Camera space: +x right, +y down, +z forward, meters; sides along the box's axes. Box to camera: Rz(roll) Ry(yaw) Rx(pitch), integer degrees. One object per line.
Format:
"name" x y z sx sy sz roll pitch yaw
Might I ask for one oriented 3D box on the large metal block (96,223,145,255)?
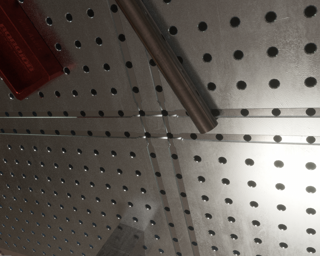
"large metal block" -0.068 0.233 0.554 0.050 0.080 0.079 13 124 21

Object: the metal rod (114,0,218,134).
"metal rod" -0.022 -0.121 0.346 0.025 0.025 0.299 -25 105 36

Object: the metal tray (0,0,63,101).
"metal tray" -0.210 -0.113 0.445 0.090 0.030 0.130 -22 107 35
